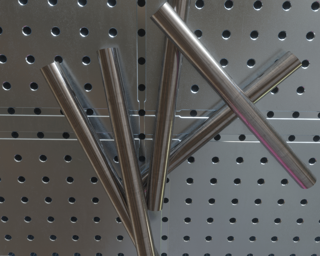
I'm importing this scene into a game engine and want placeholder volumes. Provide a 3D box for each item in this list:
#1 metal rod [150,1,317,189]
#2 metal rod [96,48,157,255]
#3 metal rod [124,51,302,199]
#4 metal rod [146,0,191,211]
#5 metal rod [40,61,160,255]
[{"bbox_3d":[0.100,-0.027,0.376,0.025,0.025,0.300,-41,109,13],"label":"metal rod"},{"bbox_3d":[-0.039,0.050,0.397,0.025,0.025,0.298,-10,97,3],"label":"metal rod"},{"bbox_3d":[0.057,0.010,0.417,0.300,0.025,0.025,-41,106,13],"label":"metal rod"},{"bbox_3d":[0.009,-0.037,0.384,0.025,0.025,0.298,6,104,-3],"label":"metal rod"},{"bbox_3d":[-0.074,0.055,0.413,0.025,0.025,0.299,-24,101,8],"label":"metal rod"}]
